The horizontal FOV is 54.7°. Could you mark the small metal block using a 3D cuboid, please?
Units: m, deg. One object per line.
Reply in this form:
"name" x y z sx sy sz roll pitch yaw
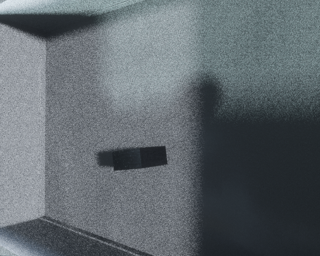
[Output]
"small metal block" -0.026 0.040 0.410 0.050 0.050 0.025 -11 83 39
